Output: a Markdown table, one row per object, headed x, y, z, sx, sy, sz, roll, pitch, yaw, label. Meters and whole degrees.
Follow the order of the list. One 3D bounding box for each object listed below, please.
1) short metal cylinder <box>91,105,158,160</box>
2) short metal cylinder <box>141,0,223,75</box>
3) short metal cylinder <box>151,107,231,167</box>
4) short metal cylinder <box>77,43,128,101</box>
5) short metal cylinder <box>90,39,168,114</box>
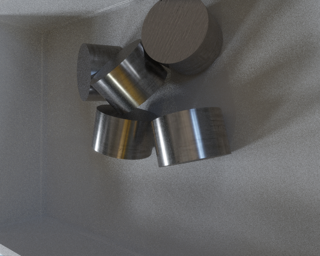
| x | y | z | sx | sy | sz | roll | pitch | yaw | label |
| --- | --- | --- | --- | --- | --- | --- | --- | --- | --- |
| -0.046 | 0.003 | 0.407 | 0.080 | 0.081 | 0.050 | 22 | 108 | 38 | short metal cylinder |
| 0.026 | -0.106 | 0.358 | 0.080 | 0.050 | 0.080 | -4 | 82 | 27 | short metal cylinder |
| 0.034 | 0.012 | 0.343 | 0.080 | 0.081 | 0.050 | -18 | 79 | 39 | short metal cylinder |
| -0.084 | -0.078 | 0.443 | 0.080 | 0.050 | 0.079 | 9 | 101 | 62 | short metal cylinder |
| -0.038 | -0.062 | 0.378 | 0.080 | 0.080 | 0.050 | -24 | 119 | 37 | short metal cylinder |
